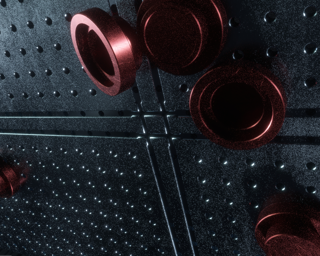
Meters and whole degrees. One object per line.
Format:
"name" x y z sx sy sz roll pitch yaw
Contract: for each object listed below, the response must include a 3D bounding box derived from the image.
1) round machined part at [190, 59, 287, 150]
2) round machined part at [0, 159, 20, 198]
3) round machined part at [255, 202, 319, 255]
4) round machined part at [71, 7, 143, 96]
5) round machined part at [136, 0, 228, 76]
"round machined part" 0.086 -0.028 0.337 0.098 0.042 0.097 13 124 20
"round machined part" -0.348 0.110 0.648 0.098 0.042 0.097 13 124 20
"round machined part" 0.173 0.148 0.400 0.098 0.042 0.097 13 124 20
"round machined part" -0.057 -0.090 0.357 0.098 0.042 0.097 39 148 31
"round machined part" 0.018 -0.101 0.327 0.098 0.042 0.097 13 124 20
